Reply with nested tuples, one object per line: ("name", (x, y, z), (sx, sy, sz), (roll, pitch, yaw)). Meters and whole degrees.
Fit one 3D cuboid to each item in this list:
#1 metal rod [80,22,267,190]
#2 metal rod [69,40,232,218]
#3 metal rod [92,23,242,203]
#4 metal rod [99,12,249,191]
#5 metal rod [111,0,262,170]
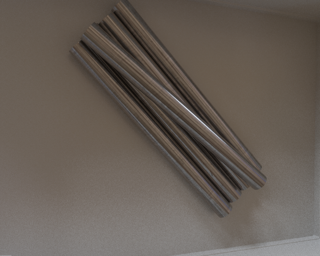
("metal rod", (0.028, -0.017, 0.392), (0.300, 0.025, 0.025), (40, 77, -16))
("metal rod", (-0.003, 0.009, 0.408), (0.025, 0.025, 0.300), (-45, 104, -14))
("metal rod", (0.011, -0.011, 0.413), (0.025, 0.025, 0.300), (-45, 104, -14))
("metal rod", (0.029, -0.026, 0.420), (0.025, 0.025, 0.300), (-45, 104, -14))
("metal rod", (0.044, -0.046, 0.425), (0.025, 0.025, 0.300), (-45, 104, -14))
